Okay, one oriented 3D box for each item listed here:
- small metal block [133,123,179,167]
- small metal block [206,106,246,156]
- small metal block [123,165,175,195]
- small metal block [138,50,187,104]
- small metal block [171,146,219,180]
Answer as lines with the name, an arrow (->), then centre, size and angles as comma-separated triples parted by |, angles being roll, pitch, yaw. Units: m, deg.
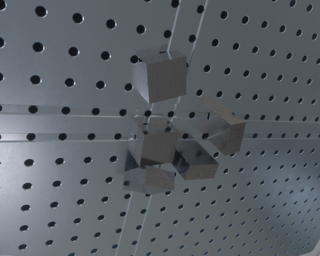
small metal block -> -0.006, 0.022, 0.421 | 0.050, 0.025, 0.050 | -5, 121, -26
small metal block -> 0.094, 0.003, 0.447 | 0.025, 0.050, 0.050 | -10, 123, -23
small metal block -> -0.015, 0.073, 0.430 | 0.050, 0.025, 0.050 | 20, 151, -36
small metal block -> 0.004, -0.062, 0.374 | 0.050, 0.025, 0.050 | -16, 125, -20
small metal block -> 0.049, 0.050, 0.451 | 0.050, 0.050, 0.025 | 1, 118, -29
